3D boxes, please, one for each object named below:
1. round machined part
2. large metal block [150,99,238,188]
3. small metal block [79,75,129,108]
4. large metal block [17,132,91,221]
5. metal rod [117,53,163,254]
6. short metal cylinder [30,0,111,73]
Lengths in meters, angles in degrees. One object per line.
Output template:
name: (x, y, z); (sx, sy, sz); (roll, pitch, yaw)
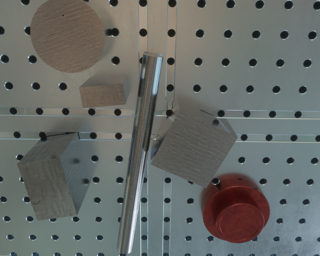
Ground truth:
round machined part: (0.112, 0.128, 0.452); (0.099, 0.042, 0.097); (0, 110, 0)
large metal block: (0.042, 0.020, 0.408); (0.080, 0.050, 0.080); (25, 108, -9)
small metal block: (-0.067, -0.046, 0.382); (0.050, 0.050, 0.025); (-5, 110, 2)
large metal block: (-0.133, 0.060, 0.405); (0.050, 0.080, 0.079); (-9, 110, 3)
metal rod: (-0.031, 0.049, 0.430); (0.025, 0.025, 0.298); (8, 110, -3)
short metal cylinder: (-0.100, -0.108, 0.359); (0.081, 0.050, 0.079); (0, 110, 0)
